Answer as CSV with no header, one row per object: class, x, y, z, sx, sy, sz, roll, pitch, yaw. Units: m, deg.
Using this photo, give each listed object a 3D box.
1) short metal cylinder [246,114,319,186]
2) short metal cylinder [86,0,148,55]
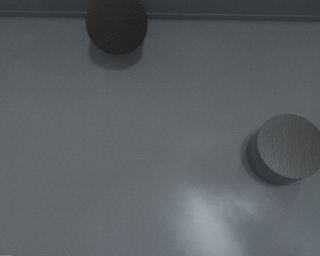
short metal cylinder,0.155,0.028,0.388,0.081,0.050,0.080,0,70,0
short metal cylinder,-0.058,-0.144,0.428,0.081,0.050,0.079,-2,109,-5
